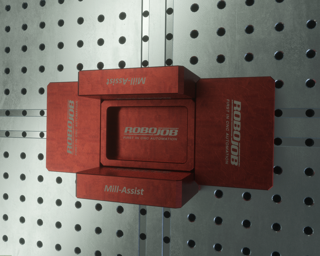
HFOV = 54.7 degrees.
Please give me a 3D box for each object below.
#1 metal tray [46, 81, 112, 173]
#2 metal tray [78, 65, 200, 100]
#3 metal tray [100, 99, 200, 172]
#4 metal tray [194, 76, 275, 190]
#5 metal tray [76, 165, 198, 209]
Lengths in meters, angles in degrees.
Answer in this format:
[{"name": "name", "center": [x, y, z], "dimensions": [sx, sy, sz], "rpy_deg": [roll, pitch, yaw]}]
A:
[{"name": "metal tray", "center": [-0.118, -0.001, 0.450], "dimensions": [0.090, 0.030, 0.129], "rpy_deg": [1, 90, 19]}, {"name": "metal tray", "center": [-0.023, -0.052, 0.385], "dimensions": [0.130, 0.090, 0.030], "rpy_deg": [1, 91, 19]}, {"name": "metal tray", "center": [-0.014, 0.008, 0.412], "dimensions": [0.130, 0.030, 0.089], "rpy_deg": [1, 90, 19]}, {"name": "metal tray", "center": [0.090, 0.005, 0.376], "dimensions": [0.090, 0.030, 0.129], "rpy_deg": [1, 90, 18]}, {"name": "metal tray", "center": [-0.025, 0.068, 0.384], "dimensions": [0.130, 0.090, 0.030], "rpy_deg": [1, 91, 19]}]
